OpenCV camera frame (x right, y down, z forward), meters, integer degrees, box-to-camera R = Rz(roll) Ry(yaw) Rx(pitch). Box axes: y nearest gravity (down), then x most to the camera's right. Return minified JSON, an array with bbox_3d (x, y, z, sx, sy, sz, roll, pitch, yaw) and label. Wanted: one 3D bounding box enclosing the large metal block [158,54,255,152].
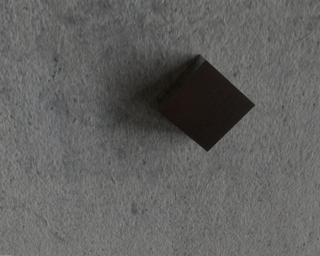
[{"bbox_3d":[0.055,-0.032,0.386,0.080,0.050,0.080,39,105,-14],"label":"large metal block"}]
